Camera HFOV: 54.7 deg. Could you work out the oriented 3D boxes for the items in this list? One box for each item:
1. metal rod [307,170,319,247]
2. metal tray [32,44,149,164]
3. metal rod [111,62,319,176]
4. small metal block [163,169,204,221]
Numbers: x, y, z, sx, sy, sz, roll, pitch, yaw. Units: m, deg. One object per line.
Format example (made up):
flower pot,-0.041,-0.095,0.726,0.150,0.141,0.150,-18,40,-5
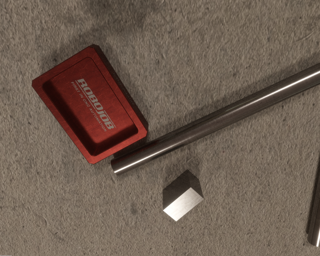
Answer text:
metal rod,0.239,0.035,0.426,0.025,0.025,0.298,-1,110,0
metal tray,-0.085,-0.028,0.395,0.090,0.030,0.130,-29,108,9
metal rod,0.073,-0.009,0.407,0.301,0.025,0.025,-25,109,8
small metal block,0.031,0.092,0.431,0.050,0.050,0.025,-43,105,14
